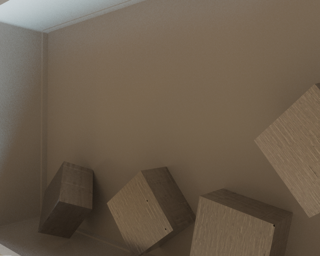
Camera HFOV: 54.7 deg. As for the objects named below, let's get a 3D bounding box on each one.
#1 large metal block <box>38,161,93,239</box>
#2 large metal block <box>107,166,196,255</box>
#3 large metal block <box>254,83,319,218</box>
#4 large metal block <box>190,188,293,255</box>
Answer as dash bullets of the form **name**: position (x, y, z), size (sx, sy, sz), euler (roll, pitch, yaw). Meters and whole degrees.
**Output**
- **large metal block**: position (-0.148, 0.114, 0.492), size (0.080, 0.050, 0.080), euler (-52, 30, 27)
- **large metal block**: position (-0.012, 0.108, 0.401), size (0.080, 0.050, 0.080), euler (-46, 63, 30)
- **large metal block**: position (0.141, 0.016, 0.258), size (0.080, 0.050, 0.080), euler (60, 145, 23)
- **large metal block**: position (0.082, 0.117, 0.323), size (0.080, 0.050, 0.079), euler (14, 99, 39)
